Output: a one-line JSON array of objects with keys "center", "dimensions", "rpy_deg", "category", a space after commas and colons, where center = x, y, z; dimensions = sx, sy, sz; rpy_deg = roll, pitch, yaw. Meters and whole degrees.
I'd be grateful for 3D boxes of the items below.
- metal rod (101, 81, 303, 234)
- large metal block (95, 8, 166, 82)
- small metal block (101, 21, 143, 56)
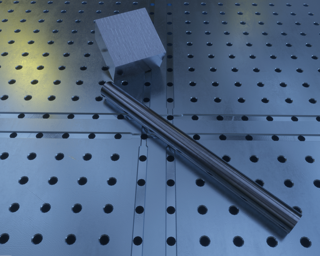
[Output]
[{"center": [0.032, 0.022, 0.389], "dimensions": [0.300, 0.025, 0.025], "rpy_deg": [36, 59, 26], "category": "metal rod"}, {"center": [-0.048, -0.129, 0.480], "dimensions": [0.081, 0.050, 0.080], "rpy_deg": [-21, 79, -17], "category": "large metal block"}, {"center": [-0.065, -0.157, 0.539], "dimensions": [0.050, 0.025, 0.050], "rpy_deg": [23, 54, 18], "category": "small metal block"}]
